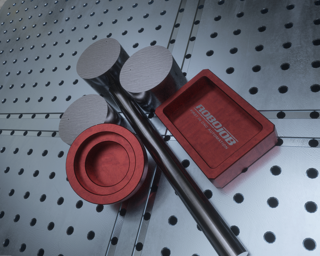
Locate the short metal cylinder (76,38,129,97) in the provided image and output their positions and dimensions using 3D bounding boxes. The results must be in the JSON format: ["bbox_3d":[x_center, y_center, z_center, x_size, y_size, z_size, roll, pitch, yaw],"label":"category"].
[{"bbox_3d":[-0.085,-0.097,0.497,0.080,0.050,0.080,-13,56,21],"label":"short metal cylinder"}]

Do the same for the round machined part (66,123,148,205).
[{"bbox_3d":[-0.063,0.046,0.389,0.098,0.042,0.098,-2,78,9],"label":"round machined part"}]

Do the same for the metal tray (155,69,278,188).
[{"bbox_3d":[0.063,-0.005,0.374,0.090,0.030,0.130,-40,51,2],"label":"metal tray"}]

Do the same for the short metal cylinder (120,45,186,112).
[{"bbox_3d":[-0.009,-0.069,0.439,0.080,0.050,0.080,-13,56,21],"label":"short metal cylinder"}]

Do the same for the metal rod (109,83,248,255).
[{"bbox_3d":[0.003,0.033,0.387,0.025,0.025,0.300,-39,51,2],"label":"metal rod"}]

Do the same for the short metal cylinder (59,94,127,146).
[{"bbox_3d":[-0.096,-0.001,0.443,0.080,0.050,0.080,-13,56,21],"label":"short metal cylinder"}]
